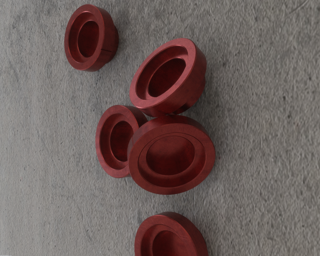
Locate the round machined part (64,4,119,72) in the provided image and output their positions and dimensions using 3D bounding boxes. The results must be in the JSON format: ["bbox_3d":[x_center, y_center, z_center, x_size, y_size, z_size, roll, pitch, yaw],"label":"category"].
[{"bbox_3d":[-0.101,-0.135,0.478,0.098,0.042,0.097,0,90,40],"label":"round machined part"}]

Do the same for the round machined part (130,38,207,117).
[{"bbox_3d":[0.014,-0.054,0.365,0.098,0.042,0.098,-27,43,29],"label":"round machined part"}]

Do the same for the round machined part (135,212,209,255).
[{"bbox_3d":[0.018,0.152,0.379,0.098,0.042,0.097,0,90,40],"label":"round machined part"}]

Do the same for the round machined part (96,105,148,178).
[{"bbox_3d":[-0.044,0.018,0.426,0.098,0.042,0.097,-1,88,45],"label":"round machined part"}]

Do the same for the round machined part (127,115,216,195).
[{"bbox_3d":[0.011,0.027,0.361,0.097,0.099,0.042,-60,22,23],"label":"round machined part"}]
